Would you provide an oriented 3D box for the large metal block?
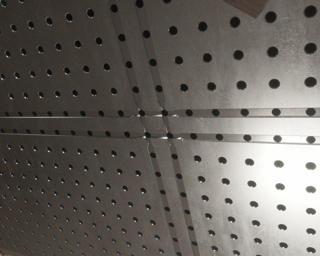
[{"bbox_3d":[0.072,-0.153,0.262,0.080,0.050,0.079,32,128,7],"label":"large metal block"}]
